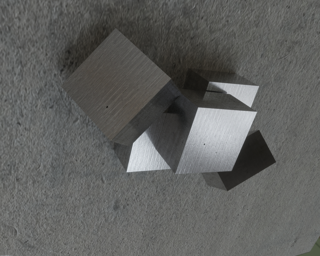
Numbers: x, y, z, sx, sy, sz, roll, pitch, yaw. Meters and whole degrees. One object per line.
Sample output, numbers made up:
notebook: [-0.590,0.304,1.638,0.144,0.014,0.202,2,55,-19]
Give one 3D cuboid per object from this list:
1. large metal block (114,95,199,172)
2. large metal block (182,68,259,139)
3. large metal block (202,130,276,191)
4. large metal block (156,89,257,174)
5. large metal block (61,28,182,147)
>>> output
large metal block: [-0.006,0.006,0.391,0.081,0.050,0.079,0,119,-29]
large metal block: [0.073,-0.031,0.415,0.081,0.050,0.079,0,119,-29]
large metal block: [0.105,0.046,0.452,0.080,0.080,0.050,-28,90,-11]
large metal block: [0.051,0.004,0.357,0.081,0.050,0.079,2,118,-30]
large metal block: [-0.038,-0.039,0.320,0.080,0.080,0.050,-46,163,3]
